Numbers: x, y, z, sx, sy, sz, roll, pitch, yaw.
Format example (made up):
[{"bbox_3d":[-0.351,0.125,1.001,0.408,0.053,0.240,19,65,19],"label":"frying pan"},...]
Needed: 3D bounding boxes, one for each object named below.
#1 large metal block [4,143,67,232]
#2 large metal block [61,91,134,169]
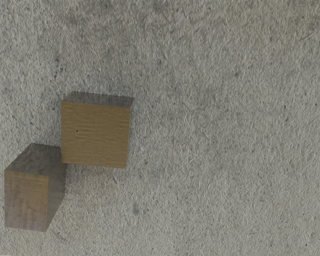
[{"bbox_3d":[-0.160,0.075,0.406,0.050,0.080,0.079,9,110,-3],"label":"large metal block"},{"bbox_3d":[-0.079,0.001,0.396,0.081,0.050,0.079,5,110,-2],"label":"large metal block"}]
